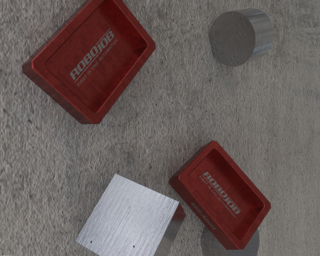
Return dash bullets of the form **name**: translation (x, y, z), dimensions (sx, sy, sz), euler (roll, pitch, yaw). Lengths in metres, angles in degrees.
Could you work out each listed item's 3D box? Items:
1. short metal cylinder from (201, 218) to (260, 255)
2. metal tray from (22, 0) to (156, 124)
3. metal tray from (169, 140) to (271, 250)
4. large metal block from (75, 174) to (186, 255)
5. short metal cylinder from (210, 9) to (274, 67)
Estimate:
- **short metal cylinder**: translation (0.110, 0.176, 0.481), dimensions (0.081, 0.050, 0.079), euler (0, 90, -40)
- **metal tray**: translation (-0.070, -0.079, 0.341), dimensions (0.090, 0.030, 0.130), euler (47, 62, -30)
- **metal tray**: translation (0.087, 0.094, 0.440), dimensions (0.130, 0.030, 0.090), euler (49, 57, 0)
- **large metal block**: translation (-0.028, 0.108, 0.336), dimensions (0.080, 0.080, 0.050), euler (-60, 155, -22)
- **short metal cylinder**: translation (0.123, -0.138, 0.472), dimensions (0.050, 0.080, 0.080), euler (-24, 105, -37)
